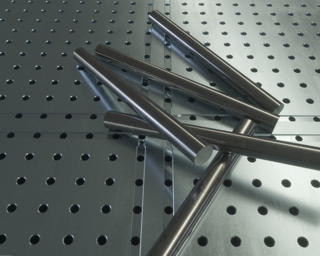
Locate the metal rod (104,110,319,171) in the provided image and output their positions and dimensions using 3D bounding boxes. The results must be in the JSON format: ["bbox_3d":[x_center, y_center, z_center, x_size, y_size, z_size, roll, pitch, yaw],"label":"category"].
[{"bbox_3d":[0.070,0.014,0.365,0.301,0.025,0.025,11,50,20],"label":"metal rod"}]

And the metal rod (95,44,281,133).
[{"bbox_3d":[0.028,-0.066,0.463,0.301,0.025,0.025,26,55,19],"label":"metal rod"}]

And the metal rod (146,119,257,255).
[{"bbox_3d":[0.031,0.092,0.330,0.025,0.025,0.301,28,55,21],"label":"metal rod"}]

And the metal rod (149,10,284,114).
[{"bbox_3d":[0.076,-0.117,0.506,0.025,0.025,0.300,-28,56,-22],"label":"metal rod"}]

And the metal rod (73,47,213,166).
[{"bbox_3d":[-0.043,-0.046,0.412,0.025,0.025,0.300,-29,46,-23],"label":"metal rod"}]
